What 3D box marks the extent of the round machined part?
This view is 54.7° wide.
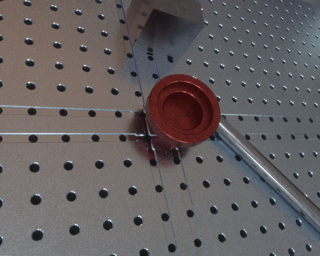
[{"bbox_3d":[0.027,-0.020,0.416,0.099,0.042,0.098,7,67,-16],"label":"round machined part"}]

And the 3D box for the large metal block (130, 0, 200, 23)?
[{"bbox_3d":[0.006,-0.203,0.500,0.081,0.080,0.050,5,60,-26],"label":"large metal block"}]

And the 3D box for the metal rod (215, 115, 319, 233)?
[{"bbox_3d":[0.143,0.048,0.455,0.300,0.025,0.025,44,51,2],"label":"metal rod"}]

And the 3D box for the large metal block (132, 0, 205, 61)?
[{"bbox_3d":[0.010,-0.157,0.474,0.081,0.080,0.050,10,58,-23],"label":"large metal block"}]
